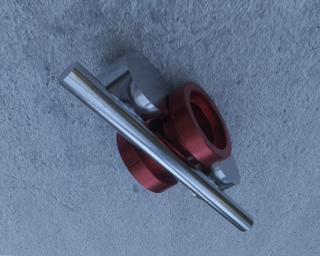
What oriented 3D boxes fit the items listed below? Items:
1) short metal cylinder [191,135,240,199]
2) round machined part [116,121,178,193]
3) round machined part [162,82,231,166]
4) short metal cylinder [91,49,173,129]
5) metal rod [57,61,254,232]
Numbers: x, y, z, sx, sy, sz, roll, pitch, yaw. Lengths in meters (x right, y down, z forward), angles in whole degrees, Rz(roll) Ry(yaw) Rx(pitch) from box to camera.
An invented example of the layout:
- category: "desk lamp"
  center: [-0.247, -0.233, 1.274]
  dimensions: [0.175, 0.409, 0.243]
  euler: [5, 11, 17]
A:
- category: "short metal cylinder"
  center: [0.064, 0.049, 0.415]
  dimensions: [0.050, 0.080, 0.080]
  euler: [-32, 124, 24]
- category: "round machined part"
  center: [-0.005, 0.027, 0.382]
  dimensions: [0.042, 0.098, 0.098]
  euler: [-34, 123, 20]
- category: "round machined part"
  center: [0.040, -0.001, 0.361]
  dimensions: [0.042, 0.098, 0.098]
  euler: [-29, 125, 28]
- category: "short metal cylinder"
  center: [-0.028, -0.038, 0.339]
  dimensions: [0.050, 0.080, 0.080]
  euler: [-32, 124, 24]
- category: "metal rod"
  center: [0.017, 0.039, 0.338]
  dimensions: [0.025, 0.025, 0.300]
  euler: [-33, 124, 24]
